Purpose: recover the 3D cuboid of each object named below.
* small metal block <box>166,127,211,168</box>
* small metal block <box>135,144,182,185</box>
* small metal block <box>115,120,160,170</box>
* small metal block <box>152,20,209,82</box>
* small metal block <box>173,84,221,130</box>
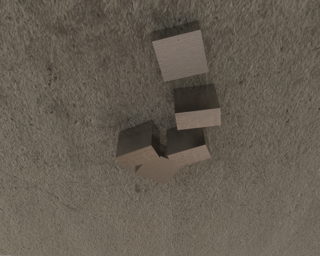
[{"bbox_3d":[0.037,0.020,0.408,0.050,0.050,0.025,-17,128,14],"label":"small metal block"},{"bbox_3d":[-0.002,0.051,0.451,0.050,0.025,0.050,24,126,-19],"label":"small metal block"},{"bbox_3d":[-0.028,0.022,0.409,0.050,0.050,0.025,-20,127,16],"label":"small metal block"},{"bbox_3d":[0.023,-0.083,0.337,0.050,0.025,0.050,-12,129,9],"label":"small metal block"},{"bbox_3d":[0.043,-0.026,0.369,0.050,0.050,0.025,-7,130,5],"label":"small metal block"}]
